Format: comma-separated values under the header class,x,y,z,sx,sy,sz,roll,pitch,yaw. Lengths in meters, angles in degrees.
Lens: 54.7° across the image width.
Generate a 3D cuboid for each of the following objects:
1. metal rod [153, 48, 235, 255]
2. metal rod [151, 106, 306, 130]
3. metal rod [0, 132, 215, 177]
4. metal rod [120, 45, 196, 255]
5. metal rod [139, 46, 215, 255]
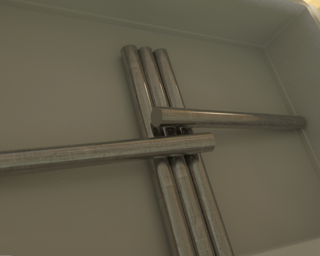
class,x,y,z,sx,sy,sz,roll,pitch,yaw
metal rod,0.036,0.018,0.414,0.025,0.025,0.299,-1,62,-29
metal rod,0.120,-0.011,0.455,0.302,0.025,0.025,1,61,-35
metal rod,-0.076,0.028,0.326,0.303,0.025,0.025,-4,64,-24
metal rod,-0.008,0.019,0.390,0.025,0.025,0.299,-1,62,-29
metal rod,0.014,0.018,0.402,0.025,0.025,0.299,-1,62,-29
